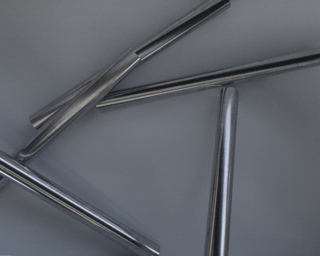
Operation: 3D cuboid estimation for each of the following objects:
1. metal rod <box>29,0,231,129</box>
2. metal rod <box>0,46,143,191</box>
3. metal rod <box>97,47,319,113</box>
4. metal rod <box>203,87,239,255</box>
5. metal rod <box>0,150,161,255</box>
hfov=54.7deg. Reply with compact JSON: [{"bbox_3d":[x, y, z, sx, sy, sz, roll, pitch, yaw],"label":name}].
[{"bbox_3d":[-0.039,-0.088,0.410,0.301,0.025,0.025,-33,90,-1],"label":"metal rod"},{"bbox_3d":[-0.142,0.007,0.394,0.300,0.025,0.025,-41,91,5],"label":"metal rod"},{"bbox_3d":[0.065,-0.064,0.412,0.302,0.025,0.025,-12,90,-1],"label":"metal rod"},{"bbox_3d":[0.067,0.082,0.345,0.025,0.025,0.300,11,62,0],"label":"metal rod"},{"bbox_3d":[-0.129,0.084,0.385,0.301,0.025,0.025,34,90,-10],"label":"metal rod"}]
